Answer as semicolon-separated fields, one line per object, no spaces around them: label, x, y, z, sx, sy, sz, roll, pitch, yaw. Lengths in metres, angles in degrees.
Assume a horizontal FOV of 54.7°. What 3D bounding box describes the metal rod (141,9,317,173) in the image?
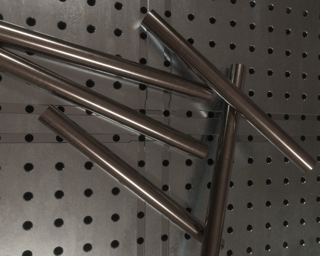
metal rod;0.095;-0.047;0.419;0.300;0.025;0.025;42;76;-4

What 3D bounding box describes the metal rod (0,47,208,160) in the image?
metal rod;-0.069;-0.027;0.387;0.302;0.025;0.025;25;82;-19

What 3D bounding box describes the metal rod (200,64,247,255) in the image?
metal rod;0.087;0.054;0.429;0.025;0.025;0.299;15;79;-20

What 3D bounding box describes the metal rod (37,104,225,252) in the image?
metal rod;-0.026;0.075;0.404;0.300;0.025;0.025;41;77;-16

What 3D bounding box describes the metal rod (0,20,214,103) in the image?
metal rod;-0.068;-0.081;0.388;0.302;0.025;0.025;13;86;-20
